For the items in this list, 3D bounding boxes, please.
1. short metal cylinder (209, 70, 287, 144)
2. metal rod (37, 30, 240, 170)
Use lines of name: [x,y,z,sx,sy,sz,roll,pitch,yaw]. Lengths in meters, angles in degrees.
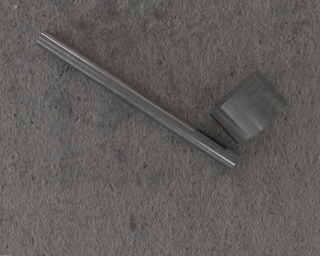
short metal cylinder: [0.107,-0.026,0.383,0.080,0.080,0.050,-43,90,0]
metal rod: [-0.028,-0.037,0.409,0.301,0.025,0.025,33,90,0]
